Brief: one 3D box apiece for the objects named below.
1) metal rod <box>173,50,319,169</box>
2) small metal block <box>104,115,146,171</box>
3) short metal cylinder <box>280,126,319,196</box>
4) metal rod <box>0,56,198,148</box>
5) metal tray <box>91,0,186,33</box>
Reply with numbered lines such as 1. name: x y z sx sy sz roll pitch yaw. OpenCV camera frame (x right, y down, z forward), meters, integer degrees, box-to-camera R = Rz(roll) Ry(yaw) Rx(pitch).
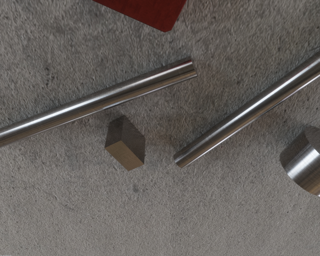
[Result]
1. metal rod: 0.132 -0.035 0.379 0.025 0.025 0.299 36 121 -27
2. small metal block: -0.044 0.020 0.407 0.025 0.050 0.050 -25 126 20
3. short metal cylinder: 0.210 0.043 0.411 0.081 0.080 0.050 19 127 -16
4. metal rod: -0.100 -0.024 0.385 0.301 0.025 0.025 -18 128 14
5. metal tray: -0.031 -0.153 0.273 0.131 0.030 0.089 19 127 -16
